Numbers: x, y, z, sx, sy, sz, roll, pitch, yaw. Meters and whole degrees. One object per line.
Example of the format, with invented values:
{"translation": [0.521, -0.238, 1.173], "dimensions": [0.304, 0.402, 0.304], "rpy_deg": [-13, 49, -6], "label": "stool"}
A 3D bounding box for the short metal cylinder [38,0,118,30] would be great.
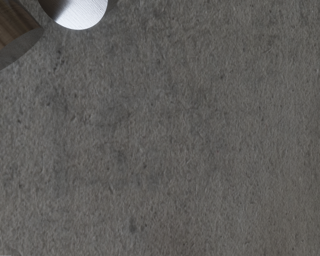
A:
{"translation": [-0.089, -0.156, 0.341], "dimensions": [0.080, 0.080, 0.050], "rpy_deg": [39, 34, -16], "label": "short metal cylinder"}

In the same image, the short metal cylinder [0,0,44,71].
{"translation": [-0.169, -0.097, 0.317], "dimensions": [0.080, 0.080, 0.050], "rpy_deg": [-44, 104, -15], "label": "short metal cylinder"}
